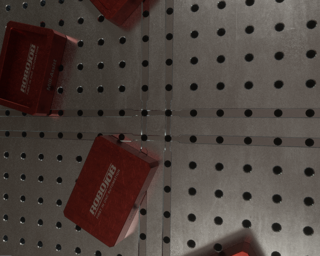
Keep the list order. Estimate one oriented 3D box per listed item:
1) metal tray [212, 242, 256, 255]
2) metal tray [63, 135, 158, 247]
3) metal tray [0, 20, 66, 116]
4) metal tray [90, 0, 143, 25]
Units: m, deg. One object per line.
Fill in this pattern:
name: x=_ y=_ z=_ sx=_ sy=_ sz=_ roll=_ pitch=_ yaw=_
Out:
metal tray: x=0.072 y=0.211 z=0.384 sx=0.130 sy=0.030 sz=0.090 roll=-31 pitch=80 yaw=17
metal tray: x=-0.070 y=0.086 z=0.434 sx=0.090 sy=0.030 sz=0.129 roll=28 pitch=99 yaw=17
metal tray: x=-0.204 y=-0.092 z=0.479 sx=0.090 sy=0.030 sz=0.129 roll=16 pitch=95 yaw=18
metal tray: x=-0.074 y=-0.222 z=0.434 sx=0.090 sy=0.030 sz=0.130 roll=-43 pitch=77 yaw=14
